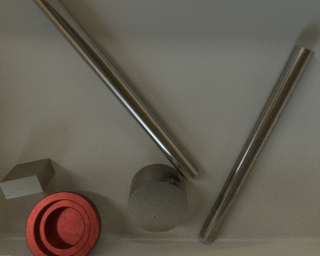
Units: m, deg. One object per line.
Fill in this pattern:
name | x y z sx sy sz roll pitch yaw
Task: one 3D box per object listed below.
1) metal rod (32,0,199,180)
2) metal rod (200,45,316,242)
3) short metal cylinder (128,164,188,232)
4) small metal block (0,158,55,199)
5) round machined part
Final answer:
metal rod | -0.047 -0.047 0.393 0.025 0.025 0.300 -36 107 12
metal rod | 0.125 0.034 0.425 0.025 0.025 0.298 19 109 -8
short metal cylinder | -0.003 0.097 0.434 0.081 0.050 0.079 0 110 -1
small metal block | -0.178 0.068 0.420 0.050 0.050 0.025 -12 110 4
round machined part | -0.132 0.139 0.437 0.099 0.042 0.098 0 78 1
